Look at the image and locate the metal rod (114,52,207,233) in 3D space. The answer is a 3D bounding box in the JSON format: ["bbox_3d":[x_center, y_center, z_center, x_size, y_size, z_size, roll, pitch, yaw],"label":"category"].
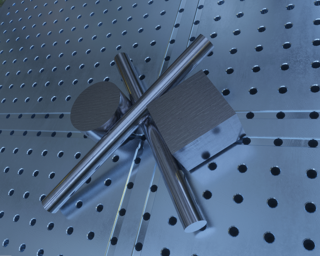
[{"bbox_3d":[-0.013,-0.005,0.412,0.025,0.025,0.300,-31,52,8],"label":"metal rod"}]

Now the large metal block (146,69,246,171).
[{"bbox_3d":[0.042,-0.009,0.370,0.080,0.050,0.080,-33,52,6],"label":"large metal block"}]

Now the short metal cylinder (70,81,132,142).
[{"bbox_3d":[-0.078,-0.019,0.440,0.080,0.050,0.080,-13,56,21],"label":"short metal cylinder"}]

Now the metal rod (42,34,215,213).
[{"bbox_3d":[-0.045,-0.001,0.401,0.300,0.025,0.025,-46,51,7],"label":"metal rod"}]
